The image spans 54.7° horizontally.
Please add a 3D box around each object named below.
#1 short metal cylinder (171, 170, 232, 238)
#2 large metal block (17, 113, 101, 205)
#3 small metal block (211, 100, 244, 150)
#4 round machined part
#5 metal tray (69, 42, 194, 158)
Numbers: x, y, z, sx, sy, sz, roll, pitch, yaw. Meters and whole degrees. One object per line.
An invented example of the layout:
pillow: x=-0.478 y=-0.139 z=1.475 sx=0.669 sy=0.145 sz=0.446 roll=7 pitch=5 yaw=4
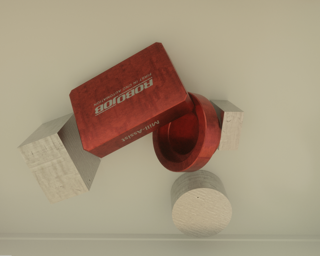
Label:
short metal cylinder: x=0.056 y=0.106 z=0.438 sx=0.081 sy=0.050 sz=0.079 roll=0 pitch=110 yaw=-1
large metal block: x=-0.122 y=0.035 z=0.393 sx=0.050 sy=0.080 sz=0.080 roll=-20 pitch=109 yaw=7
small metal block: x=0.081 y=-0.005 z=0.396 sx=0.025 sy=0.050 sz=0.050 roll=0 pitch=111 yaw=-12
round machined part: x=0.037 y=0.006 z=0.383 sx=0.042 sy=0.098 sz=0.097 roll=7 pitch=114 yaw=-37
metal tray: x=-0.037 y=-0.033 z=0.366 sx=0.130 sy=0.090 sz=0.030 roll=-27 pitch=151 yaw=9
